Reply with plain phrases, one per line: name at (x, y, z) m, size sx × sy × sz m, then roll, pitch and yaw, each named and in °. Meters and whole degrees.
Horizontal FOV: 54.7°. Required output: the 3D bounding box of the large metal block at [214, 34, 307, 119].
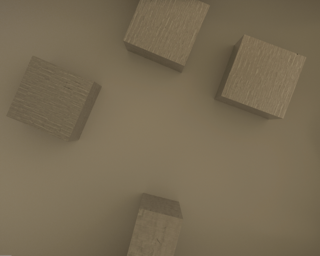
large metal block at (0.126, -0.062, 0.400) m, size 0.080 × 0.050 × 0.080 m, roll 20°, pitch 90°, yaw 0°

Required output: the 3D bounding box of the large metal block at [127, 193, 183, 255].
large metal block at (-0.009, 0.134, 0.384) m, size 0.050 × 0.080 × 0.080 m, roll 15°, pitch 90°, yaw 0°

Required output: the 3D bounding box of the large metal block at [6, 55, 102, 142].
large metal block at (-0.132, -0.036, 0.398) m, size 0.080 × 0.050 × 0.080 m, roll 23°, pitch 90°, yaw 0°

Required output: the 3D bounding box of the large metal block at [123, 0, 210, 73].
large metal block at (0.008, -0.127, 0.399) m, size 0.080 × 0.050 × 0.080 m, roll 23°, pitch 90°, yaw 0°
